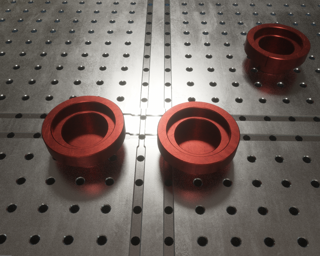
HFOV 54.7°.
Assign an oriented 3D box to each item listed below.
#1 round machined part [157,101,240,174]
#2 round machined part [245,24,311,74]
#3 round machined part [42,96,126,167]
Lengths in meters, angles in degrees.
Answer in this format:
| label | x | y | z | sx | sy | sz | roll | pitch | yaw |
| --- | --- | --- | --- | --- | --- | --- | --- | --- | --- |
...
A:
| label | x | y | z | sx | sy | sz | roll | pitch | yaw |
| --- | --- | --- | --- | --- | --- | --- | --- | --- | --- |
| round machined part | 0.046 | 0.016 | 0.384 | 0.099 | 0.042 | 0.098 | 0 | 50 | 0 |
| round machined part | 0.187 | -0.125 | 0.504 | 0.099 | 0.042 | 0.098 | 0 | 50 | 0 |
| round machined part | -0.092 | 0.008 | 0.389 | 0.099 | 0.042 | 0.098 | 0 | 50 | 0 |
